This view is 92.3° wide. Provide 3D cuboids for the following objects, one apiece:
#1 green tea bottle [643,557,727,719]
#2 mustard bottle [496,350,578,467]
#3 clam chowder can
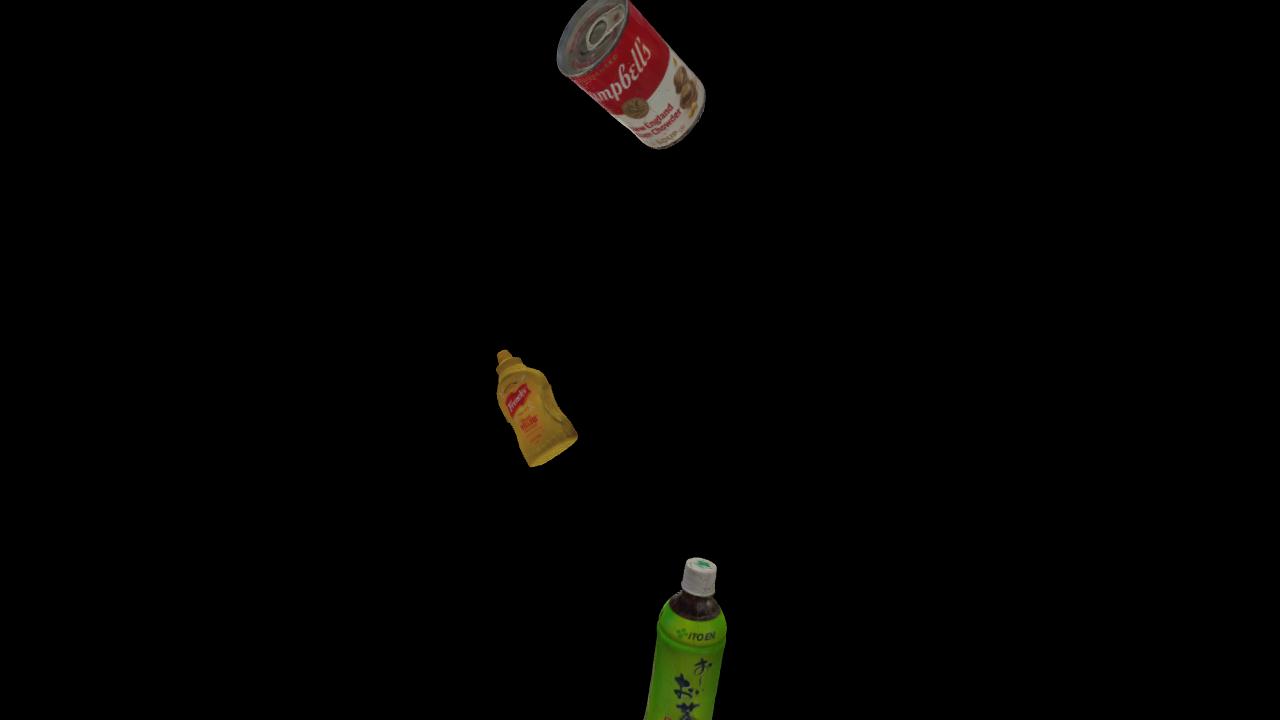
[{"bbox_3d":[0.044,0.298,0.601,0.073,0.212,0.073,5,9,-1],"label":"green tea bottle"},{"bbox_3d":[-0.171,0.063,0.938,0.092,0.184,0.054,-38,-17,27],"label":"mustard bottle"},{"bbox_3d":[-0.004,-0.216,0.467,0.068,0.068,0.102,0,-16,40],"label":"clam chowder can"}]
